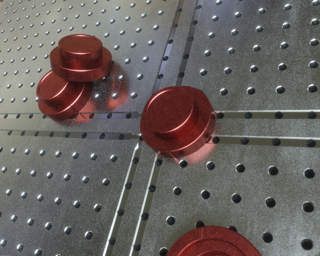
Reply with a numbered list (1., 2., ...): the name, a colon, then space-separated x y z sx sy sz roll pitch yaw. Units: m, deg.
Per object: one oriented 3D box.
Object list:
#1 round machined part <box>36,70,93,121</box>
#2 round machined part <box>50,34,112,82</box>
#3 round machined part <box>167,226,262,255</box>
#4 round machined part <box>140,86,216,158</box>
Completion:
1. round machined part: -0.167 -0.064 0.522 0.098 0.042 0.098 -13 56 20
2. round machined part: -0.129 -0.120 0.506 0.099 0.042 0.098 5 41 -4
3. round machined part: 0.052 0.143 0.281 0.098 0.042 0.098 -13 56 20
4. round machined part: 0.017 -0.014 0.396 0.098 0.042 0.098 -13 56 20
